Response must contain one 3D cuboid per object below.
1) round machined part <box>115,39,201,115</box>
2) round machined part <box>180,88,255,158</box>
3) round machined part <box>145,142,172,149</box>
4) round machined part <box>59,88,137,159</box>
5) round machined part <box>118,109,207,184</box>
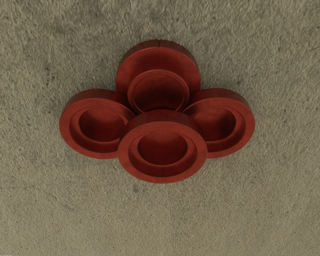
[{"bbox_3d":[-0.002,-0.048,0.357,0.099,0.042,0.097,-1,130,0],"label":"round machined part"},{"bbox_3d":[0.065,-0.010,0.390,0.099,0.042,0.097,-1,130,0],"label":"round machined part"},{"bbox_3d":[-0.003,0.027,0.421,0.099,0.042,0.097,-1,130,0],"label":"round machined part"},{"bbox_3d":[-0.071,-0.009,0.389,0.099,0.042,0.097,-1,130,0],"label":"round machined part"},{"bbox_3d":[0.003,0.017,0.356,0.099,0.042,0.097,-1,131,0],"label":"round machined part"}]
